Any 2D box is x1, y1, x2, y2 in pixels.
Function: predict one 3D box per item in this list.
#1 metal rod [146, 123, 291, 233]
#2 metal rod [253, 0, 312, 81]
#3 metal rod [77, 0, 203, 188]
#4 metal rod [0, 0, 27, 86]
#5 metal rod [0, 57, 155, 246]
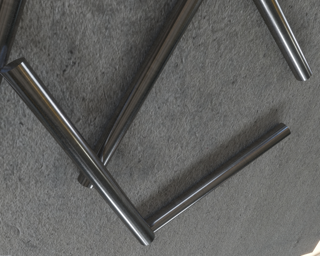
[{"bbox_3d":[0.088,0.086,0.507,0.301,0.025,0.025,-35,129,-6],"label":"metal rod"},{"bbox_3d":[0.130,-0.156,0.381,0.025,0.025,0.301,-47,129,5],"label":"metal rod"},{"bbox_3d":[-0.019,-0.055,0.362,0.025,0.025,0.299,21,107,-36],"label":"metal rod"},{"bbox_3d":[-0.159,-0.051,0.287,0.025,0.025,0.298,14,111,-34],"label":"metal rod"},{"bbox_3d":[-0.076,0.052,0.364,0.025,0.025,0.299,-33,126,-7],"label":"metal rod"}]
